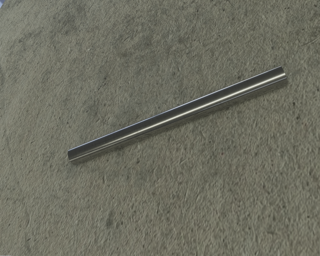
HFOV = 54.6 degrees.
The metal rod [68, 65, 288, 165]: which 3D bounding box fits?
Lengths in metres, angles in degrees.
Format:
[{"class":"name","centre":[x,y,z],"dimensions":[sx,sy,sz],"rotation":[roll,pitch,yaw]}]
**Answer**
[{"class":"metal rod","centre":[0.011,-0.011,0.405],"dimensions":[0.300,0.025,0.025],"rotation":[-21,54,15]}]
